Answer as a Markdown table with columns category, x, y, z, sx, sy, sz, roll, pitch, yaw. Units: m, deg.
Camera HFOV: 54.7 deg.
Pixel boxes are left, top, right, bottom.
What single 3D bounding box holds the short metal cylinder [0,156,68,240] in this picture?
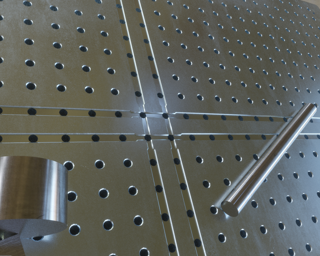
| category | x | y | z | sx | sy | sz | roll | pitch | yaw |
| --- | --- | --- | --- | --- | --- | --- | --- | --- | --- |
| short metal cylinder | -0.122 | 0.063 | 0.269 | 0.081 | 0.080 | 0.050 | 6 | 59 | -25 |

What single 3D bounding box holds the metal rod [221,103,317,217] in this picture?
| category | x | y | z | sx | sy | sz | roll | pitch | yaw |
| --- | --- | --- | --- | --- | --- | --- | --- | --- | --- |
| metal rod | 0.184 | 0.034 | 0.486 | 0.025 | 0.025 | 0.302 | 49 | 51 | 6 |

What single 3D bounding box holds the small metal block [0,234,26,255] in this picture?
| category | x | y | z | sx | sy | sz | roll | pitch | yaw |
| --- | --- | --- | --- | --- | --- | --- | --- | --- | --- |
| small metal block | -0.138 | 0.124 | 0.258 | 0.050 | 0.025 | 0.050 | -14 | 69 | -34 |
